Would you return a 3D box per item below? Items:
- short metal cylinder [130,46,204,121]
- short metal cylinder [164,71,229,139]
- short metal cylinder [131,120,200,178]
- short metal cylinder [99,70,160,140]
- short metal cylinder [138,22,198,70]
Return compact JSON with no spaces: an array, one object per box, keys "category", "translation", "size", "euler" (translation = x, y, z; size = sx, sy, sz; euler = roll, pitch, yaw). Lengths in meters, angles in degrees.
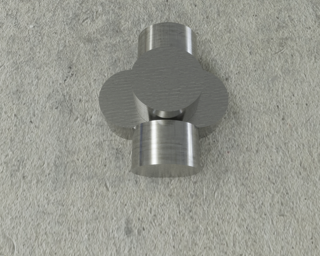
[{"category":"short metal cylinder","translation":[0.008,-0.046,0.359],"size":[0.081,0.050,0.080],"euler":[0,70,0]},{"category":"short metal cylinder","translation":[0.045,-0.030,0.407],"size":[0.081,0.050,0.080],"euler":[0,70,0]},{"category":"short metal cylinder","translation":[0.007,0.028,0.371],"size":[0.081,0.080,0.050],"euler":[0,70,0]},{"category":"short metal cylinder","translation":[-0.035,-0.029,0.406],"size":[0.081,0.050,0.080],"euler":[0,70,0]},{"category":"short metal cylinder","translation":[0.010,-0.095,0.416],"size":[0.081,0.080,0.050],"euler":[0,70,-1]}]
